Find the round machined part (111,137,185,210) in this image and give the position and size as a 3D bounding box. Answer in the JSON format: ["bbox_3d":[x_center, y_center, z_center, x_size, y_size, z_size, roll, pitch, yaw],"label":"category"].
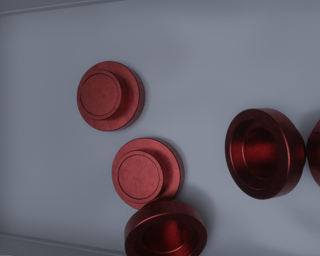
[{"bbox_3d":[-0.021,0.061,0.408,0.098,0.042,0.097,0,90,19],"label":"round machined part"}]

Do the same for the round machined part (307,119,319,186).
[{"bbox_3d":[0.193,0.023,0.318,0.099,0.042,0.097,-1,93,-13],"label":"round machined part"}]

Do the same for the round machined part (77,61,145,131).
[{"bbox_3d":[-0.073,-0.044,0.426,0.098,0.042,0.097,0,90,19],"label":"round machined part"}]

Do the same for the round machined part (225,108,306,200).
[{"bbox_3d":[0.119,0.027,0.341,0.042,0.098,0.097,-4,99,-25],"label":"round machined part"}]

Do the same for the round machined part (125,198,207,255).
[{"bbox_3d":[0.005,0.126,0.382,0.099,0.042,0.097,-4,119,-7],"label":"round machined part"}]
